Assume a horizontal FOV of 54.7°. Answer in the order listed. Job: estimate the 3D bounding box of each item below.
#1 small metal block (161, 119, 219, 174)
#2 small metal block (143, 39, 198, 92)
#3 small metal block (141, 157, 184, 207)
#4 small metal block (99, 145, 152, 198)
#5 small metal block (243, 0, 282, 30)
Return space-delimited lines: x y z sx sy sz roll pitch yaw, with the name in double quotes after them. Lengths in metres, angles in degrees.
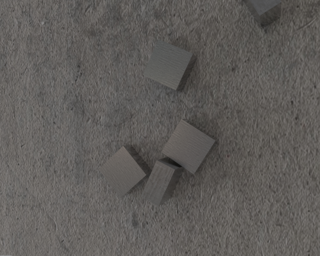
0.039 0.023 0.395 0.050 0.025 0.050 34 101 16 "small metal block"
0.013 -0.080 0.404 0.050 0.025 0.050 28 99 17 "small metal block"
0.006 0.066 0.394 0.025 0.050 0.050 26 99 18 "small metal block"
-0.047 0.059 0.425 0.050 0.025 0.050 -43 77 15 "small metal block"
0.114 -0.148 0.355 0.025 0.050 0.050 -31 80 17 "small metal block"
